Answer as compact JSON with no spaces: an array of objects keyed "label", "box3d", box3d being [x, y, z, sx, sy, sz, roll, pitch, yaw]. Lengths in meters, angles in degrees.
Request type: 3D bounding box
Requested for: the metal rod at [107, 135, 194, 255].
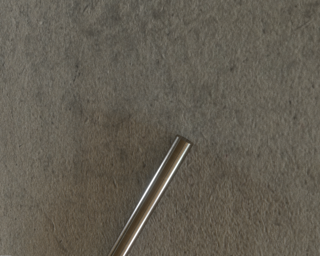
[{"label":"metal rod","box3d":[-0.040,0.143,0.422,0.025,0.025,0.299,32,100,17]}]
